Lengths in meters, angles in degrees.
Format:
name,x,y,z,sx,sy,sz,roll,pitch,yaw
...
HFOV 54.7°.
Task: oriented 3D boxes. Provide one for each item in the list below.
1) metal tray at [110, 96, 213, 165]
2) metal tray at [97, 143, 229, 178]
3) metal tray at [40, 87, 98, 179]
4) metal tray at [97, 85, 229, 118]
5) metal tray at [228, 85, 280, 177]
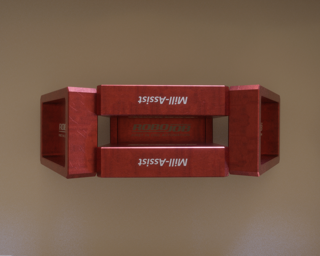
name,x,y,z,sx,sy,sz,roll,pitch,yaw
metal tray,0.002,0.003,0.407,0.131,0.030,0.089,0,90,-1
metal tray,0.003,0.034,0.347,0.131,0.090,0.030,0,90,-1
metal tray,-0.110,0.003,0.358,0.030,0.130,0.089,0,91,-32
metal tray,0.003,-0.027,0.347,0.131,0.090,0.030,0,90,0
metal tray,0.113,0.002,0.359,0.030,0.131,0.089,1,91,30
